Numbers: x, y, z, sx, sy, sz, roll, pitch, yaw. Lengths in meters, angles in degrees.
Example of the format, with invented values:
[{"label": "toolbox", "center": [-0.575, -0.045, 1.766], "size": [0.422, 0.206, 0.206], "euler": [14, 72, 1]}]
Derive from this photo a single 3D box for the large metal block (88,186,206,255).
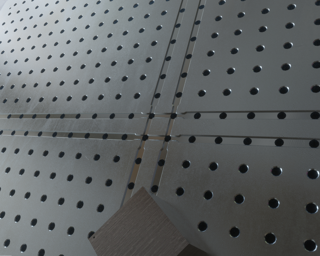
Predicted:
[{"label": "large metal block", "center": [-0.014, 0.123, 0.325], "size": [0.080, 0.050, 0.080], "euler": [-44, 51, -3]}]
